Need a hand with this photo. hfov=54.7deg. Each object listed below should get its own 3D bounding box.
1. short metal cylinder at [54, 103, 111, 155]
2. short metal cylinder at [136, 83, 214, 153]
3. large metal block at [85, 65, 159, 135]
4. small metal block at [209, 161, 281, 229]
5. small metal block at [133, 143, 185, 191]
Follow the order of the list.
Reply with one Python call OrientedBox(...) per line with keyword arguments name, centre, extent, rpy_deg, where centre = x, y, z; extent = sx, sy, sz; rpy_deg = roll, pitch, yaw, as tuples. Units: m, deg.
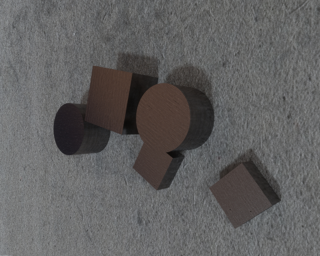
OrientedBox(name="short metal cylinder", centre=(-0.124, 0.002, 0.491), extent=(0.080, 0.050, 0.080), rpy_deg=(0, 90, 40))
OrientedBox(name="short metal cylinder", centre=(0.018, -0.012, 0.374), extent=(0.080, 0.050, 0.080), rpy_deg=(0, 90, 40))
OrientedBox(name="large metal block", centre=(-0.055, -0.040, 0.434), extent=(0.080, 0.050, 0.079), rpy_deg=(18, 101, 38))
OrientedBox(name="small metal block", centre=(0.090, 0.071, 0.331), extent=(0.050, 0.025, 0.050), rpy_deg=(-46, 63, 30))
OrientedBox(name="small metal block", centre=(-0.003, 0.045, 0.407), extent=(0.050, 0.025, 0.050), rpy_deg=(38, 113, 33))
